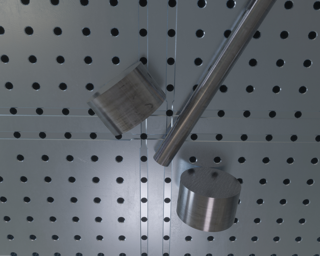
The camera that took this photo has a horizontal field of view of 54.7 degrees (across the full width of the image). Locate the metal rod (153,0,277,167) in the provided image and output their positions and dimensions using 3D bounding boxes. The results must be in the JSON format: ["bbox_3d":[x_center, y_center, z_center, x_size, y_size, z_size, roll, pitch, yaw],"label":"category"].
[{"bbox_3d":[0.076,-0.076,0.386,0.025,0.025,0.298,28,107,-10],"label":"metal rod"}]

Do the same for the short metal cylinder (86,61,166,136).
[{"bbox_3d":[-0.040,-0.036,0.371,0.080,0.080,0.050,-34,107,11],"label":"short metal cylinder"}]

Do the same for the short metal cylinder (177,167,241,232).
[{"bbox_3d":[0.065,0.094,0.419,0.081,0.080,0.050,5,110,-2],"label":"short metal cylinder"}]
